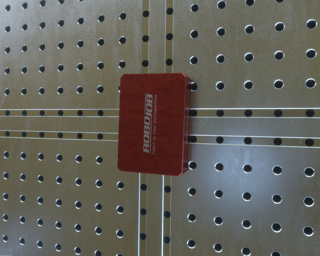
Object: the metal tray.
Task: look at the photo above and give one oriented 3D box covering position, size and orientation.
[{"bbox_3d":[-0.008,-0.006,0.411,0.090,0.030,0.129,2,91,19],"label":"metal tray"}]
